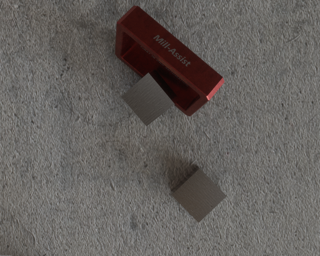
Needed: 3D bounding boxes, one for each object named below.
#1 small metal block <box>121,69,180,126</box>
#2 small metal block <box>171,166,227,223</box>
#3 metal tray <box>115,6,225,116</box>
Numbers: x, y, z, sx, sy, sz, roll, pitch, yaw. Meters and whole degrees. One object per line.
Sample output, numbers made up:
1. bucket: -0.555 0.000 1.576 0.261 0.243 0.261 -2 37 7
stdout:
1. small metal block: -0.012 -0.039 0.398 0.050 0.025 0.050 -37 96 26
2. small metal block: 0.050 0.087 0.410 0.050 0.025 0.050 -44 90 0
3. metal tray: 0.006 -0.075 0.375 0.130 0.090 0.030 40 76 0
